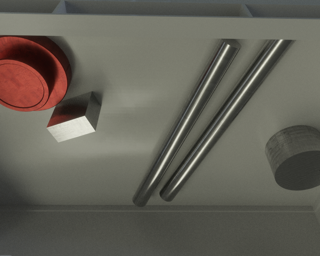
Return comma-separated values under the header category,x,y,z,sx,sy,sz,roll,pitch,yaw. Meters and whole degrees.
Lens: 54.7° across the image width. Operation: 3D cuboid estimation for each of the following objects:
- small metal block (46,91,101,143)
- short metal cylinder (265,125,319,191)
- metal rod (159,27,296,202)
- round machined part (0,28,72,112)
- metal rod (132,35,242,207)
category,x,y,z,sx,sy,sz,roll,pitch,yaw
small metal block,-0.104,-0.014,0.379,0.050,0.050,0.025,-16,128,13
short metal cylinder,0.194,0.042,0.432,0.081,0.050,0.079,0,130,0
metal rod,0.072,0.005,0.414,0.025,0.025,0.298,19,128,-16
round machined part,-0.153,-0.057,0.347,0.099,0.042,0.097,-1,130,0
metal rod,0.021,0.014,0.420,0.025,0.025,0.298,17,128,-14
